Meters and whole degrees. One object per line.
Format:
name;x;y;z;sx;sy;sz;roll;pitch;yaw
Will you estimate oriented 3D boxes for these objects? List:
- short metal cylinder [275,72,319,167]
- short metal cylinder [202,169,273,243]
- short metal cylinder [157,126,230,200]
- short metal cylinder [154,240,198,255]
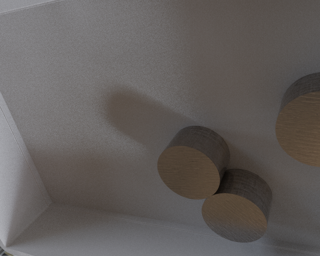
short metal cylinder;0.159;-0.009;0.303;0.080;0.050;0.079;13;124;20
short metal cylinder;0.100;0.100;0.401;0.080;0.050;0.079;13;124;20
short metal cylinder;0.044;0.044;0.396;0.080;0.050;0.079;13;124;20
short metal cylinder;0.024;0.241;0.530;0.080;0.050;0.079;13;124;20
